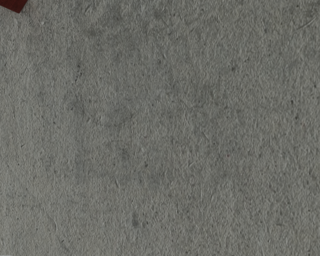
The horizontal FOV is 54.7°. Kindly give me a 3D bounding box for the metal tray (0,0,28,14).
[{"bbox_3d":[-0.276,-0.237,0.471,0.130,0.090,0.030,43,104,15],"label":"metal tray"}]
